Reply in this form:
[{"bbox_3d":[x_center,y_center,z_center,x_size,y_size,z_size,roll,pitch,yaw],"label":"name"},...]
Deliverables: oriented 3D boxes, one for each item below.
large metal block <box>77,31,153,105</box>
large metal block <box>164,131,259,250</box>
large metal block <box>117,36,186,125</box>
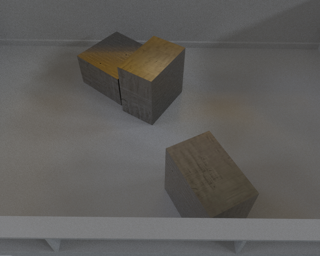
[{"bbox_3d":[-0.062,-0.092,0.465,0.080,0.050,0.080,32,57,23],"label":"large metal block"},{"bbox_3d":[0.046,0.064,0.316,0.050,0.080,0.080,-21,54,-17],"label":"large metal block"},{"bbox_3d":[-0.010,-0.065,0.424,0.050,0.080,0.080,27,55,20],"label":"large metal block"}]
